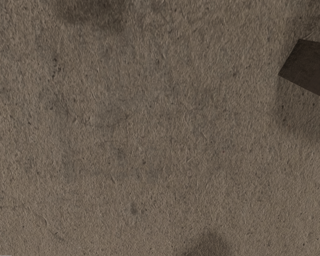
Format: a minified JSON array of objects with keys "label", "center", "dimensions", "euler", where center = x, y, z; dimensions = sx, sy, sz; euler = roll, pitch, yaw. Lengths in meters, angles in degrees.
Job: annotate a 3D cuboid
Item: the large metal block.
[{"label":"large metal block","center":[0.199,-0.061,0.361],"dimensions":[0.080,0.080,0.050],"euler":[23,108,-9]}]
